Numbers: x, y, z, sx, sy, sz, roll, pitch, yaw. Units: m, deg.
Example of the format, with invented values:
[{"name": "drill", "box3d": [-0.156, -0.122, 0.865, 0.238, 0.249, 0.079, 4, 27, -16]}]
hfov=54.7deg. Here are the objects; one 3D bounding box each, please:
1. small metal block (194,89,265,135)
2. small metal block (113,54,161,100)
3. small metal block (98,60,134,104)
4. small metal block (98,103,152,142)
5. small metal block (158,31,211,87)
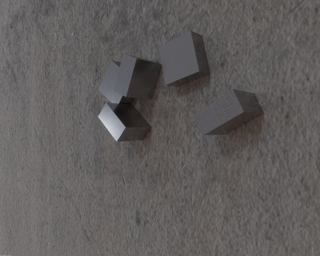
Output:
[{"name": "small metal block", "box3d": [0.073, -0.015, 0.327, 0.050, 0.050, 0.025, -34, 69, 34]}, {"name": "small metal block", "box3d": [-0.029, -0.067, 0.410, 0.025, 0.050, 0.050, 27, 107, 36]}, {"name": "small metal block", "box3d": [-0.057, -0.063, 0.450, 0.050, 0.025, 0.050, 43, 116, 31]}, {"name": "small metal block", "box3d": [-0.048, -0.008, 0.426, 0.050, 0.050, 0.025, 49, 119, 28]}, {"name": "small metal block", "box3d": [0.029, -0.083, 0.379, 0.050, 0.025, 0.050, -17, 79, 38]}]
